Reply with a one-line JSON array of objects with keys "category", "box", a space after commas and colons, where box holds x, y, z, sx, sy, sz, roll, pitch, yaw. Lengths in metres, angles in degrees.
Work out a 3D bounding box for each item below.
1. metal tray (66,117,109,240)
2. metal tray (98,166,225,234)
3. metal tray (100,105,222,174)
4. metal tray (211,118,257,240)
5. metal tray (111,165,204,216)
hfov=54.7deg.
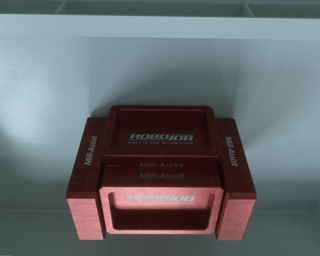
[{"category": "metal tray", "box": [-0.080, 0.059, 0.387, 0.030, 0.130, 0.089, 0, 131, 0]}, {"category": "metal tray", "box": [0.001, 0.085, 0.357, 0.131, 0.030, 0.089, 0, 130, -1]}, {"category": "metal tray", "box": [0.002, 0.012, 0.372, 0.131, 0.090, 0.030, 1, 131, 0]}, {"category": "metal tray", "box": [0.083, 0.060, 0.389, 0.030, 0.130, 0.089, 1, 131, -1]}, {"category": "metal tray", "box": [0.001, 0.079, 0.430, 0.131, 0.090, 0.030, 0, 130, -1]}]
